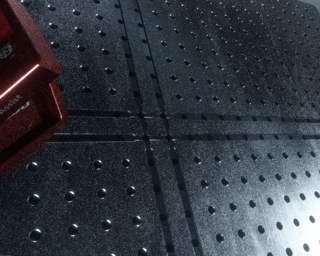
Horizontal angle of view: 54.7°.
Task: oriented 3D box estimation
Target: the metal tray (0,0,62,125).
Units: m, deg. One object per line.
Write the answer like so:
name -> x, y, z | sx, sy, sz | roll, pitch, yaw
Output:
metal tray -> -0.166, -0.050, 0.287 | 0.090, 0.130, 0.030 | 56, 10, 15

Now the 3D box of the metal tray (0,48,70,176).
metal tray -> -0.152, -0.009, 0.289 | 0.030, 0.089, 0.131 | 19, 45, 27
